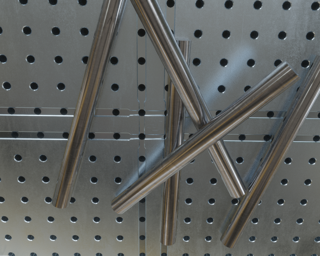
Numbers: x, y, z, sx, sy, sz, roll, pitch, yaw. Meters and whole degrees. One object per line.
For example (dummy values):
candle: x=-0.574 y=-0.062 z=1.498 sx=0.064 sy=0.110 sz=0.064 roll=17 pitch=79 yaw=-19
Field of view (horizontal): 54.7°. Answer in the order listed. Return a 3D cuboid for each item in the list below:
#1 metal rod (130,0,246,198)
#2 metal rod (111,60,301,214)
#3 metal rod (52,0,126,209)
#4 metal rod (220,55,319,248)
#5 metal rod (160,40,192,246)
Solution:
metal rod: x=0.046 y=-0.024 z=0.383 sx=0.025 sy=0.025 sz=0.299 roll=-26 pitch=117 yaw=9
metal rod: x=0.037 y=0.028 z=0.386 sx=0.025 sy=0.025 sz=0.299 roll=41 pitch=119 yaw=-14
metal rod: x=-0.097 y=-0.023 z=0.403 sx=0.025 sy=0.025 sz=0.298 roll=17 pitch=109 yaw=-7
metal rod: x=0.156 y=0.045 z=0.432 sx=0.025 sy=0.025 sz=0.298 roll=19 pitch=109 yaw=-7
metal rod: x=0.019 y=0.033 z=0.425 sx=0.025 sy=0.025 sz=0.298 roll=2 pitch=110 yaw=-1
